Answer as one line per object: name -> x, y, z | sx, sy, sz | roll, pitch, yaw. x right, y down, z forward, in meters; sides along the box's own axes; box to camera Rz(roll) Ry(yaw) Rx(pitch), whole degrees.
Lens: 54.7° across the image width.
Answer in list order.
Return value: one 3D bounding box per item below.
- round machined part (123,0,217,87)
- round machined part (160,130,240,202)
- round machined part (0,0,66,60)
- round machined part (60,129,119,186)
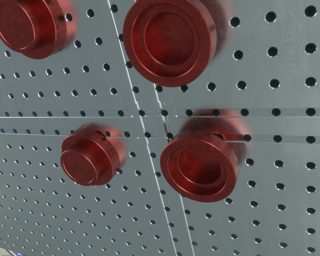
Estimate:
round machined part -> 0.013, -0.097, 0.332 | 0.098, 0.042, 0.097 | 13, 124, 20
round machined part -> 0.053, 0.045, 0.399 | 0.098, 0.042, 0.097 | 13, 124, 20
round machined part -> -0.177, -0.137, 0.406 | 0.098, 0.042, 0.097 | 13, 124, 20
round machined part -> -0.118, 0.053, 0.493 | 0.098, 0.042, 0.097 | 13, 124, 20
